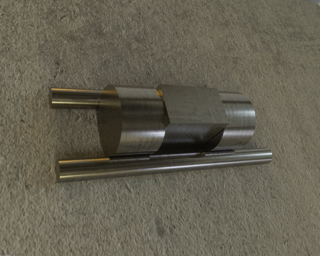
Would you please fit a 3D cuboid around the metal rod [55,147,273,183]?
[{"bbox_3d":[0.027,0.043,0.393,0.303,0.025,0.025,-1,62,-29],"label":"metal rod"}]

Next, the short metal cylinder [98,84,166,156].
[{"bbox_3d":[-0.035,-0.009,0.356,0.050,0.080,0.080,-1,62,-29],"label":"short metal cylinder"}]

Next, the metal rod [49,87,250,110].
[{"bbox_3d":[0.006,-0.036,0.431,0.303,0.025,0.025,-1,62,-29],"label":"metal rod"}]

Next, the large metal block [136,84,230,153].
[{"bbox_3d":[0.024,-0.009,0.385,0.081,0.080,0.050,0,62,-28],"label":"large metal block"}]

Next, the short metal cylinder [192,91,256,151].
[{"bbox_3d":[0.081,-0.010,0.419,0.050,0.080,0.080,-1,62,-29],"label":"short metal cylinder"}]
